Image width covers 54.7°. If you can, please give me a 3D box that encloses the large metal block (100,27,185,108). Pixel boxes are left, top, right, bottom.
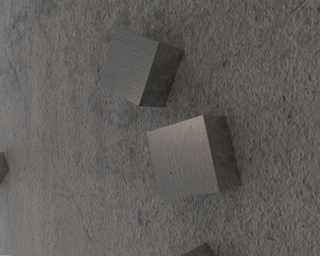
[{"bbox_3d":[-0.025,-0.079,0.410,0.080,0.050,0.079,30,109,36],"label":"large metal block"}]

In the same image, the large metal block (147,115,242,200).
[{"bbox_3d":[0.038,0.034,0.357,0.080,0.050,0.080,-18,79,38],"label":"large metal block"}]

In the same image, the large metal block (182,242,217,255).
[{"bbox_3d":[0.043,0.195,0.353,0.080,0.050,0.080,48,119,29],"label":"large metal block"}]

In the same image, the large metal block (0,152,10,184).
[{"bbox_3d":[-0.405,0.101,0.704,0.080,0.081,0.050,-47,62,30],"label":"large metal block"}]
